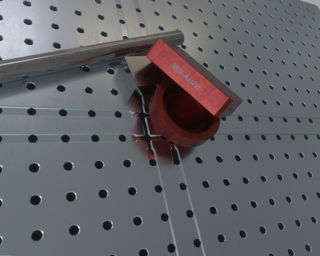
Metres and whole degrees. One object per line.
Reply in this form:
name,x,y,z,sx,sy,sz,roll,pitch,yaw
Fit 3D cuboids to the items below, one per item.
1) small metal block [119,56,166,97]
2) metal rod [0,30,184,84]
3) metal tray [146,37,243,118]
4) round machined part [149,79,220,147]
small metal block,-0.024,-0.075,0.441,0.050,0.025,0.050,-11,67,-33
metal rod,-0.081,-0.104,0.428,0.302,0.025,0.025,-23,74,-36
metal tray,0.051,-0.069,0.434,0.130,0.030,0.090,44,19,14
round machined part,0.030,-0.018,0.424,0.099,0.042,0.098,14,56,-21
